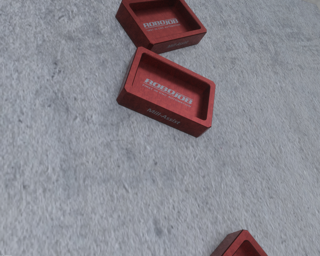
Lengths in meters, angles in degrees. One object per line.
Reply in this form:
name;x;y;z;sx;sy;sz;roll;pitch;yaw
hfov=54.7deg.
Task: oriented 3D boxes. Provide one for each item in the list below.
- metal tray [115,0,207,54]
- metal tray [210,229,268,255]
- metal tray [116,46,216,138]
metal tray;0.005;-0.172;0.509;0.131;0.030;0.090;-25;75;-37
metal tray;0.104;0.192;0.341;0.091;0.030;0.130;-32;80;-38
metal tray;0.013;-0.051;0.440;0.131;0.030;0.090;23;53;-15
